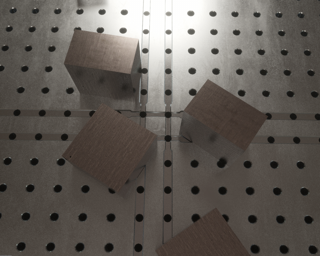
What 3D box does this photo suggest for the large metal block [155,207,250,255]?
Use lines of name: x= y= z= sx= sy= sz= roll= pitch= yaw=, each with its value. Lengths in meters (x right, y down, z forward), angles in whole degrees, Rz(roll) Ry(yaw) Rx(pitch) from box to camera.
large metal block: x=0.051 y=0.148 z=0.345 sx=0.080 sy=0.050 sz=0.080 roll=-32 pitch=73 yaw=-11

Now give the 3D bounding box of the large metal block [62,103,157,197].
large metal block: x=-0.059 y=0.029 z=0.387 sx=0.080 sy=0.050 sz=0.080 roll=31 pitch=73 yaw=10

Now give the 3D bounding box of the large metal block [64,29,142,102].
large metal block: x=-0.070 y=-0.079 z=0.411 sx=0.080 sy=0.080 sz=0.050 roll=9 pitch=70 yaw=3

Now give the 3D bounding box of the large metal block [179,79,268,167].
large metal block: x=0.074 y=-0.003 z=0.385 sx=0.080 sy=0.080 sz=0.050 roll=34 pitch=74 yaw=11
